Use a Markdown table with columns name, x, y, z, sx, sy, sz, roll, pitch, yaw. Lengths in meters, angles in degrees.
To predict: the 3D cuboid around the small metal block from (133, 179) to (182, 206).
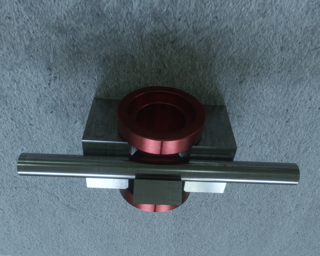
| name | x | y | z | sx | sy | sz | roll | pitch | yaw |
| --- | --- | --- | --- | --- | --- | --- | --- | --- | --- |
| small metal block | -0.002 | 0.071 | 0.346 | 0.050 | 0.025 | 0.050 | 2 | 171 | 0 |

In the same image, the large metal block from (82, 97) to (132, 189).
| name | x | y | z | sx | sy | sz | roll | pitch | yaw |
| --- | --- | --- | --- | --- | --- | --- | --- | --- | --- |
| large metal block | -0.062 | 0.019 | 0.388 | 0.050 | 0.080 | 0.079 | 3 | 130 | -3 |

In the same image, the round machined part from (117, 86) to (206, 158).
| name | x | y | z | sx | sy | sz | roll | pitch | yaw |
| --- | --- | --- | --- | --- | --- | --- | --- | --- | --- |
| round machined part | 0.001 | -0.004 | 0.357 | 0.099 | 0.098 | 0.042 | 3 | 131 | -3 |

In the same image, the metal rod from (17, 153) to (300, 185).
| name | x | y | z | sx | sy | sz | roll | pitch | yaw |
| --- | --- | --- | --- | --- | --- | --- | --- | --- | --- |
| metal rod | 0.001 | 0.046 | 0.342 | 0.302 | 0.025 | 0.025 | 2 | 130 | -3 |

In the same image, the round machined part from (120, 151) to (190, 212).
| name | x | y | z | sx | sy | sz | roll | pitch | yaw |
| --- | --- | --- | --- | --- | --- | --- | --- | --- | --- |
| round machined part | -0.005 | 0.060 | 0.411 | 0.099 | 0.098 | 0.042 | 4 | 125 | -3 |

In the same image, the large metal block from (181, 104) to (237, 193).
| name | x | y | z | sx | sy | sz | roll | pitch | yaw |
| --- | --- | --- | --- | --- | --- | --- | --- | --- | --- |
| large metal block | 0.057 | 0.025 | 0.395 | 0.050 | 0.080 | 0.079 | 3 | 130 | -3 |
